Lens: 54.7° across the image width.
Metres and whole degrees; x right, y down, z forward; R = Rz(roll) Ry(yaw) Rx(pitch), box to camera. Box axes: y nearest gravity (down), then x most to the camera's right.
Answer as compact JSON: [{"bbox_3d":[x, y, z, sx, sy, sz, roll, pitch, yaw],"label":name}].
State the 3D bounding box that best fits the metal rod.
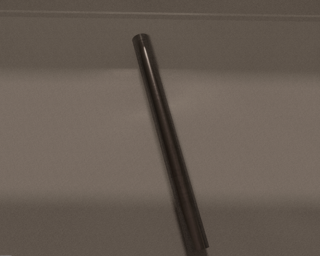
[{"bbox_3d":[0.008,0.005,0.407,0.025,0.025,0.299,-13,71,-5],"label":"metal rod"}]
